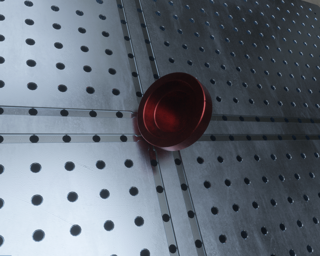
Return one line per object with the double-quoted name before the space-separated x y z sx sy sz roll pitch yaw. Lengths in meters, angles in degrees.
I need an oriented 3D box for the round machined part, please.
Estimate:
"round machined part" 0.022 -0.018 0.396 0.042 0.098 0.098 28 44 -52
